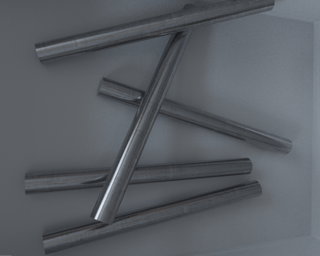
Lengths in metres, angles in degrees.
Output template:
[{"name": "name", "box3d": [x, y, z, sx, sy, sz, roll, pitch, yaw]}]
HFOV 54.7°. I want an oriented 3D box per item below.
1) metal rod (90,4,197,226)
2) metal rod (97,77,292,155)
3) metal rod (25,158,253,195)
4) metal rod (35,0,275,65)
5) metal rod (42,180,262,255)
[{"name": "metal rod", "box3d": [-0.010, -0.032, 0.379, 0.025, 0.025, 0.300, 29, 70, -18]}, {"name": "metal rod", "box3d": [0.062, -0.011, 0.434, 0.302, 0.025, 0.025, 17, 85, -20]}, {"name": "metal rod", "box3d": [-0.012, 0.060, 0.407, 0.303, 0.025, 0.025, -2, 91, -21]}, {"name": "metal rod", "box3d": [0.002, -0.127, 0.385, 0.302, 0.025, 0.025, -16, 96, -10]}, {"name": "metal rod", "box3d": [0.005, 0.113, 0.413, 0.303, 0.025, 0.025, -9, 93, -20]}]
